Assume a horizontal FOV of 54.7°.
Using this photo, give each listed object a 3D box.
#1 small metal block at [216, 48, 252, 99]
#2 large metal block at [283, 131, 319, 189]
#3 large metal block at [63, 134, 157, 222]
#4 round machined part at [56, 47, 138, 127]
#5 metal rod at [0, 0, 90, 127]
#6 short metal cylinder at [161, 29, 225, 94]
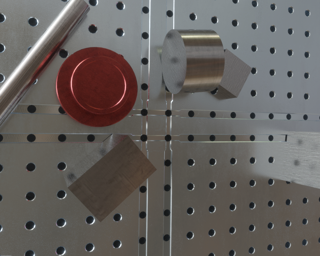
[{"bbox_3d":[0.097,-0.077,0.448,0.050,0.025,0.050,32,80,-17],"label":"small metal block"},{"bbox_3d":[0.240,0.048,0.472,0.050,0.080,0.080,8,88,-20],"label":"large metal block"},{"bbox_3d":[-0.061,0.052,0.361,0.080,0.080,0.050,-42,104,-15],"label":"large metal block"},{"bbox_3d":[-0.074,-0.050,0.376,0.099,0.042,0.097,0,90,-20],"label":"round machined part"},{"bbox_3d":[-0.176,-0.029,0.347,0.025,0.025,0.300,36,78,-17],"label":"metal rod"},{"bbox_3d":[0.040,-0.085,0.398,0.050,0.080,0.079,-6,92,-20],"label":"short metal cylinder"}]
